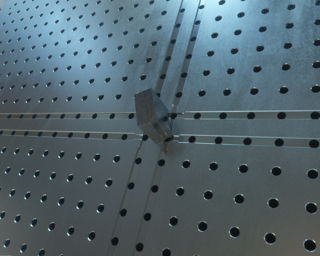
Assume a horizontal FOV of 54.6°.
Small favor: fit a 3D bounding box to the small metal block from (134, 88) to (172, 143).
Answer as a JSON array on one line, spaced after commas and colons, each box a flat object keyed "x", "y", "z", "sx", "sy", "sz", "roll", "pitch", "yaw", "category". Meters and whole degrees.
[{"x": -0.009, "y": -0.016, "z": 0.407, "sx": 0.025, "sy": 0.050, "sz": 0.050, "roll": -20, "pitch": 54, "yaw": 16, "category": "small metal block"}]
